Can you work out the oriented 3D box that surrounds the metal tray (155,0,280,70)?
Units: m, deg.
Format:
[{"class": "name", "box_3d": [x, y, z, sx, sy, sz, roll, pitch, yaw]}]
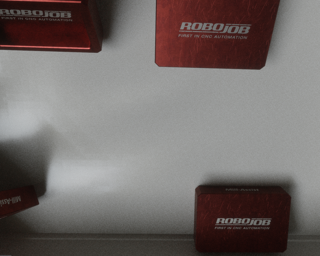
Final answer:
[{"class": "metal tray", "box_3d": [0.060, -0.116, 0.355, 0.131, 0.030, 0.089, 1, 124, -1]}]

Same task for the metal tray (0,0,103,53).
[{"class": "metal tray", "box_3d": [-0.133, -0.119, 0.331, 0.131, 0.090, 0.030, 2, 73, -1]}]

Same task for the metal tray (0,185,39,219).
[{"class": "metal tray", "box_3d": [-0.231, 0.108, 0.393, 0.090, 0.130, 0.030, -22, 82, 8]}]

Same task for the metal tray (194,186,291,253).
[{"class": "metal tray", "box_3d": [0.117, 0.132, 0.450, 0.131, 0.030, 0.089, 0, 100, -1]}]
